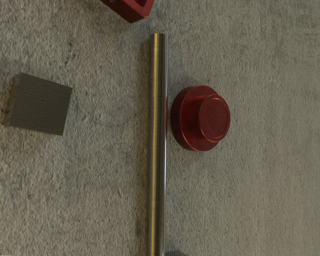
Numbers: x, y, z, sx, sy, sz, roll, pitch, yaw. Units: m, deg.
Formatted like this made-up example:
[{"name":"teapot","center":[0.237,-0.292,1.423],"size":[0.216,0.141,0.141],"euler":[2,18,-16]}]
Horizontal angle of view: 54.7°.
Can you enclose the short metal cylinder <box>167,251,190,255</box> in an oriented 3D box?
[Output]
[{"name":"short metal cylinder","center":[0.030,0.214,0.417],"size":[0.081,0.050,0.079],"euler":[0,90,-40]}]

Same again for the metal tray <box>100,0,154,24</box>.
[{"name":"metal tray","center":[-0.057,-0.196,0.354],"size":[0.131,0.030,0.090],"euler":[29,72,-37]}]

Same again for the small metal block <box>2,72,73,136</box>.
[{"name":"small metal block","center":[-0.120,-0.022,0.305],"size":[0.050,0.025,0.050],"euler":[16,80,-39]}]

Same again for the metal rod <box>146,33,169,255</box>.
[{"name":"metal rod","center":[-0.004,0.029,0.403],"size":[0.025,0.025,0.298],"euler":[1,89,-40]}]

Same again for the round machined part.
[{"name":"round machined part","center":[0.065,-0.014,0.451],"size":[0.099,0.042,0.097],"euler":[0,90,-40]}]
